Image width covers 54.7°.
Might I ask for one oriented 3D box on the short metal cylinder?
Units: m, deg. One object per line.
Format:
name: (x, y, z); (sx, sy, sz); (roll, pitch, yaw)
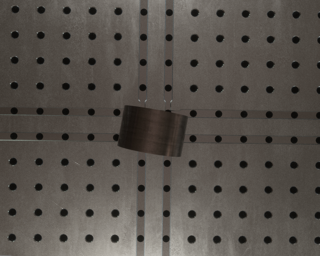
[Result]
short metal cylinder: (-0.009, 0.004, 0.386); (0.080, 0.080, 0.050); (10, 90, -1)
